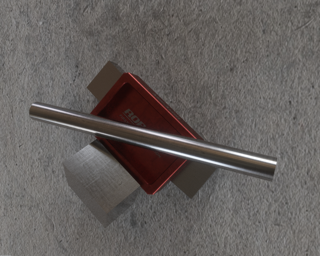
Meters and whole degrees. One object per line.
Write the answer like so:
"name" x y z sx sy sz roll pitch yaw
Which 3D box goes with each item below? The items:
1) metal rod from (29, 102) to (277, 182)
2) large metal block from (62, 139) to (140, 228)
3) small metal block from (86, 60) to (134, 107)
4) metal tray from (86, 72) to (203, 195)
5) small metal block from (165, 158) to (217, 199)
"metal rod" -0.024 0.010 0.359 0.301 0.025 0.025 13 94 19
"large metal block" -0.076 0.073 0.397 0.050 0.080 0.080 -38 74 -27
"small metal block" -0.065 -0.057 0.432 0.050 0.025 0.050 46 104 14
"metal tray" -0.021 0.006 0.387 0.130 0.030 0.090 45 104 14
"small metal block" 0.039 0.053 0.396 0.050 0.025 0.050 40 102 15
